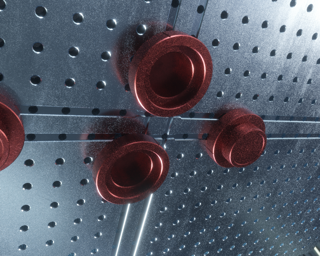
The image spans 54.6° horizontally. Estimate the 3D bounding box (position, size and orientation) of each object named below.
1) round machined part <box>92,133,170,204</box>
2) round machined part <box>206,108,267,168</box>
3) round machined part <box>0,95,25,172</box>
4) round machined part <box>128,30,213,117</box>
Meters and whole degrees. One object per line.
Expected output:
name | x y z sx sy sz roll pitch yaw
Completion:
round machined part | -0.040 0.049 0.408 0.099 0.042 0.097 -14 124 -21
round machined part | 0.125 0.022 0.481 0.099 0.042 0.097 -14 124 -21
round machined part | -0.187 0.012 0.305 0.099 0.042 0.097 -14 124 -21
round machined part | 0.009 -0.065 0.364 0.099 0.042 0.097 -14 124 -21
